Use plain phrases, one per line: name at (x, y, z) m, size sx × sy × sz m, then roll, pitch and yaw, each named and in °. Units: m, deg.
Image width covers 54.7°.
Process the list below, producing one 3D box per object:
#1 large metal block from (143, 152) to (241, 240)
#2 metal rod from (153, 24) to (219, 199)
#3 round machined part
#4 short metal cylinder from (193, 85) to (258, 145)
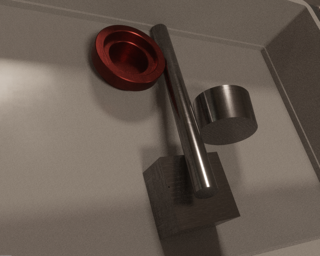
large metal block at (0.035, 0.077, 0.363) m, size 0.081 × 0.050 × 0.080 m, roll -2°, pitch 63°, yaw -30°
metal rod at (0.023, -0.047, 0.409) m, size 0.025 × 0.025 × 0.300 m, roll 10°, pitch 45°, yaw -24°
round machined part at (-0.046, -0.091, 0.426) m, size 0.099 × 0.042 × 0.098 m, roll 14°, pitch 56°, yaw -21°
short metal cylinder at (0.089, -0.016, 0.430) m, size 0.081 × 0.080 × 0.050 m, roll 9°, pitch 58°, yaw -24°
